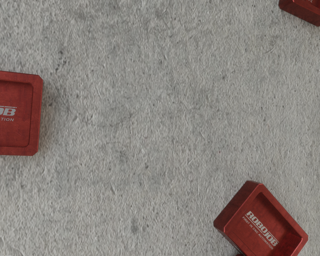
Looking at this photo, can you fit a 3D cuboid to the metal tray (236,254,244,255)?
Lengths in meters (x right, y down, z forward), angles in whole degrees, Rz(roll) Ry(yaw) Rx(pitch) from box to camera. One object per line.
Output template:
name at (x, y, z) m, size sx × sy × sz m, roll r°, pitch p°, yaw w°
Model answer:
metal tray at (0.125, 0.255, 0.442) m, size 0.090 × 0.030 × 0.130 m, roll -42°, pitch 104°, yaw -2°

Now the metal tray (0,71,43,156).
metal tray at (-0.198, -0.018, 0.332) m, size 0.131 × 0.030 × 0.089 m, roll 4°, pitch 89°, yaw -20°

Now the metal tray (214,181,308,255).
metal tray at (0.153, 0.154, 0.462) m, size 0.090 × 0.030 × 0.130 m, roll -46°, pitch 105°, yaw -14°

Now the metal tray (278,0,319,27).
metal tray at (0.247, -0.242, 0.496) m, size 0.091 × 0.030 × 0.129 m, roll 15°, pitch 85°, yaw -20°
